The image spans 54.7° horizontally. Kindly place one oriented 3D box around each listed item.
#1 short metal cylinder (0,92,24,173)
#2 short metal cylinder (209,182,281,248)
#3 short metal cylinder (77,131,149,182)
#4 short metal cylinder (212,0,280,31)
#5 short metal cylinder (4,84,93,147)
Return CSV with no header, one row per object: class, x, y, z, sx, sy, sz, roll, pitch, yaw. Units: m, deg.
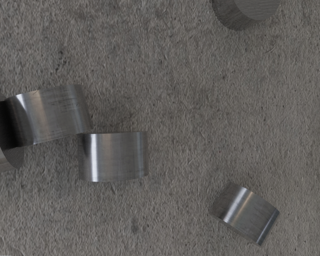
short metal cylinder,-0.177,0.008,0.310,0.050,0.080,0.080,-14,95,-9
short metal cylinder,0.114,0.117,0.422,0.080,0.080,0.050,38,78,-16
short metal cylinder,-0.054,0.030,0.360,0.081,0.080,0.050,-2,91,-20
short metal cylinder,0.122,-0.185,0.440,0.081,0.050,0.080,0,90,-20
short metal cylinder,-0.119,-0.014,0.336,0.081,0.080,0.050,-15,95,-19
